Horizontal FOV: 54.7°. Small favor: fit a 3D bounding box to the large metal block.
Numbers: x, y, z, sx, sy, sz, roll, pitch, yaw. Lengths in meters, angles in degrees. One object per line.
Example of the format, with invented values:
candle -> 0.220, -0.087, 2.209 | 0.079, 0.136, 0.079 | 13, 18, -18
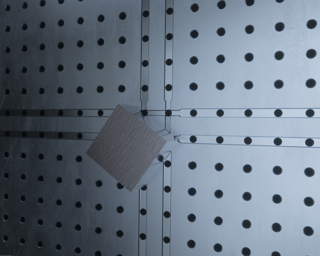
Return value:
large metal block -> -0.036, 0.025, 0.411 | 0.080, 0.050, 0.080 | 38, 102, 15
